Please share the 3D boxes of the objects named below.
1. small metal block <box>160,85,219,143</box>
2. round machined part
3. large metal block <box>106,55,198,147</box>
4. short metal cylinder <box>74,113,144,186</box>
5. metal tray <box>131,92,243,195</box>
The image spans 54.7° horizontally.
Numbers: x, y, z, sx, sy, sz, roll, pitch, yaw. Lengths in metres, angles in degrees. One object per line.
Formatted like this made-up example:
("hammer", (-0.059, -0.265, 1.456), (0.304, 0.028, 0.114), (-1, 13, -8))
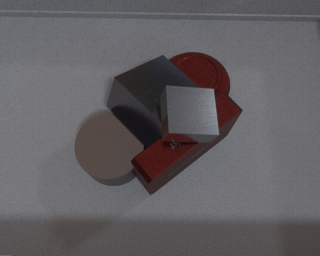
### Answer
("small metal block", (0.029, -0.013, 0.312), (0.050, 0.025, 0.050), (2, 69, -14))
("round machined part", (0.047, -0.063, 0.422), (0.099, 0.042, 0.098), (0, 70, -1))
("large metal block", (-0.003, -0.031, 0.368), (0.080, 0.050, 0.081), (45, 51, 14))
("short metal cylinder", (-0.059, 0.028, 0.383), (0.081, 0.050, 0.080), (0, 70, 0))
("metal tray", (0.030, 0.021, 0.365), (0.131, 0.090, 0.030), (-36, 74, -13))
